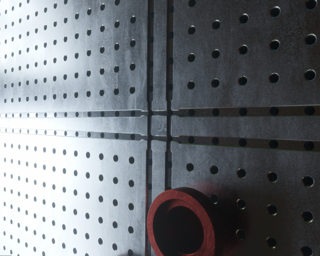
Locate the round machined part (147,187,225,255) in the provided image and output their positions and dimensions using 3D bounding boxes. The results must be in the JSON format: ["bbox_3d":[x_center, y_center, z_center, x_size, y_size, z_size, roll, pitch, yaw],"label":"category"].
[{"bbox_3d":[0.034,0.120,0.371,0.098,0.042,0.097,0,90,40],"label":"round machined part"}]
